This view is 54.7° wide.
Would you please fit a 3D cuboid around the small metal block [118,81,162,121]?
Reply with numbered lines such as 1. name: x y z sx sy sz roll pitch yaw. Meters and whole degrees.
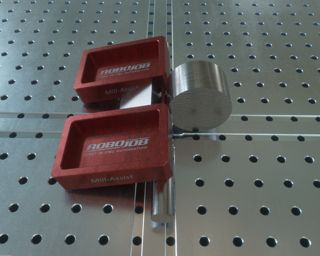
1. small metal block: -0.026 -0.029 0.413 0.050 0.025 0.050 -21 45 24

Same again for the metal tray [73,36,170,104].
1. metal tray: -0.053 -0.086 0.454 0.131 0.030 0.090 -8 49 9

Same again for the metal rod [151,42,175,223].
1. metal rod: 0.004 -0.020 0.419 0.025 0.025 0.300 0 50 0

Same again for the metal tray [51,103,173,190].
1. metal tray: -0.052 0.021 0.364 0.131 0.030 0.090 -8 50 9

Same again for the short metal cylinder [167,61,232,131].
1. short metal cylinder: 0.049 -0.040 0.401 0.081 0.080 0.050 0 50 0
